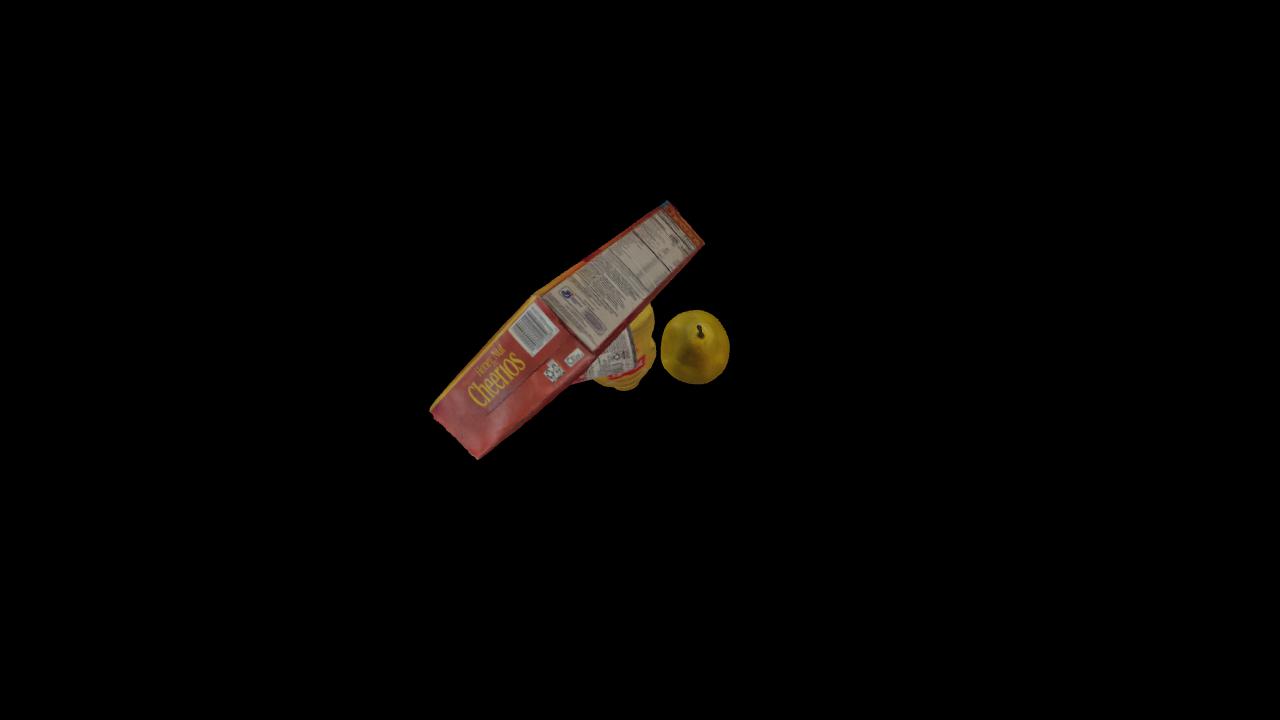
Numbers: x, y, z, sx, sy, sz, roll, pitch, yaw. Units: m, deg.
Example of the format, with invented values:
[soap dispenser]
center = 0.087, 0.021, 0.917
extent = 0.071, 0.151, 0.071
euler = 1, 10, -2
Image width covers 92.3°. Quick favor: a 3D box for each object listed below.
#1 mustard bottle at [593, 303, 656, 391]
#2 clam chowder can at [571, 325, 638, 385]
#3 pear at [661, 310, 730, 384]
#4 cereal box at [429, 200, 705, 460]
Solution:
[mustard bottle]
center = -0.024, -0.009, 0.756
extent = 0.092, 0.054, 0.184
euler = -27, -25, -10
[clam chowder can]
center = -0.060, -0.011, 0.668
extent = 0.102, 0.068, 0.068
euler = -14, 2, -7
[pear]
center = 0.060, -0.014, 0.634
extent = 0.080, 0.080, 0.111
euler = 0, 1, -3
[cereal box]
center = -0.064, -0.045, 0.659
extent = 0.203, 0.081, 0.306
euler = -39, 7, 36
